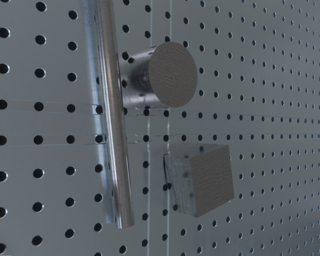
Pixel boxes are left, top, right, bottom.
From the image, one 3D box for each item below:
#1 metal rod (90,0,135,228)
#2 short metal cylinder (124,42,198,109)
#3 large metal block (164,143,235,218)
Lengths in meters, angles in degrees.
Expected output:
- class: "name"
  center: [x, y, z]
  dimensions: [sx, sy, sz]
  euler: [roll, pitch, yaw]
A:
- class: "metal rod"
  center: [-0.056, -0.032, 0.362]
  dimensions: [0.025, 0.025, 0.298]
  euler: [-9, 96, -40]
- class: "short metal cylinder"
  center: [0.002, -0.065, 0.395]
  dimensions: [0.081, 0.050, 0.079]
  euler: [0, 90, -40]
- class: "large metal block"
  center: [0.057, 0.070, 0.442]
  dimensions: [0.081, 0.050, 0.079]
  euler: [-13, 99, -39]
